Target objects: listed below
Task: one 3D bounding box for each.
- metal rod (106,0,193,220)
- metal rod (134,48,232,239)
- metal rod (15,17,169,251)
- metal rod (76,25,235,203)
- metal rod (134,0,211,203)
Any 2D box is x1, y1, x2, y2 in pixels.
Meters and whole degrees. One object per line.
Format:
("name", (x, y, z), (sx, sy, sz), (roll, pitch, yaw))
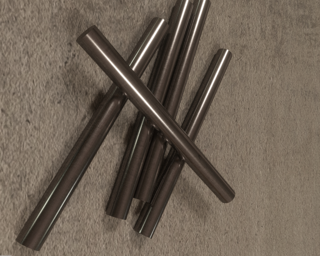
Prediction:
("metal rod", (-0.009, -0.034, 0.399), (0.025, 0.025, 0.299), (28, 72, -37))
("metal rod", (0.041, 0.008, 0.441), (0.025, 0.025, 0.300), (40, 65, -33))
("metal rod", (-0.064, -0.011, 0.352), (0.025, 0.025, 0.300), (42, 65, -33))
("metal rod", (0.013, 0.003, 0.383), (0.300, 0.025, 0.025), (48, 61, -29))
("metal rod", (0.019, -0.049, 0.422), (0.025, 0.025, 0.299), (29, 72, -37))
